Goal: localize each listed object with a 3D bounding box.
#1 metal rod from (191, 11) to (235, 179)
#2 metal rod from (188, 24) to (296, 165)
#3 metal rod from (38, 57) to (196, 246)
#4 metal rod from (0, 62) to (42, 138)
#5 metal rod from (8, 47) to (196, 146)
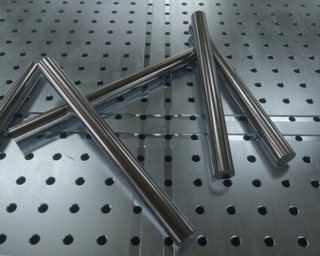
[{"bbox_3d":[0.071,-0.068,0.448,0.025,0.025,0.300,-1,55,-1],"label":"metal rod"},{"bbox_3d":[0.109,-0.072,0.469,0.025,0.025,0.299,-14,51,-12],"label":"metal rod"},{"bbox_3d":[-0.066,0.011,0.375,0.025,0.025,0.300,-32,64,-24],"label":"metal rod"},{"bbox_3d":[-0.221,0.020,0.387,0.025,0.025,0.300,8,50,6],"label":"metal rod"},{"bbox_3d":[-0.065,-0.055,0.452,0.302,0.025,0.025,-29,56,-23],"label":"metal rod"}]
